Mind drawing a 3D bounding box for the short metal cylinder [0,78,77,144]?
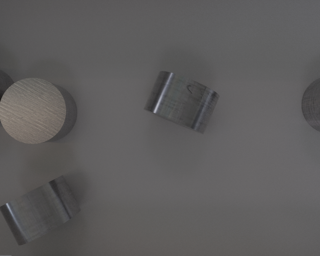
[{"bbox_3d":[-0.153,-0.021,0.398,0.081,0.050,0.080,0,90,0],"label":"short metal cylinder"}]

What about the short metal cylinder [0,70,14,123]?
[{"bbox_3d":[-0.234,-0.043,0.397,0.081,0.050,0.080,0,90,0],"label":"short metal cylinder"}]

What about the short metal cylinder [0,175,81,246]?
[{"bbox_3d":[-0.146,0.099,0.383,0.080,0.080,0.050,-27,90,0],"label":"short metal cylinder"}]

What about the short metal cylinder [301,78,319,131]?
[{"bbox_3d":[0.235,-0.032,0.400,0.081,0.050,0.080,0,90,0],"label":"short metal cylinder"}]

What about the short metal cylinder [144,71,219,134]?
[{"bbox_3d":[0.026,-0.031,0.384,0.080,0.080,0.050,23,90,0],"label":"short metal cylinder"}]
